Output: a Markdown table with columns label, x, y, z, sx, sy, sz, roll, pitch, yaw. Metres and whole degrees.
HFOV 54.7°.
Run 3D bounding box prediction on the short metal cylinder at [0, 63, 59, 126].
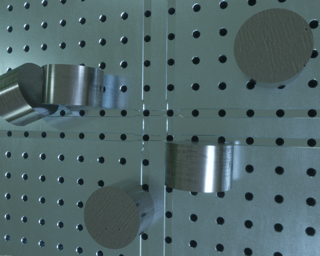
| label | x | y | z | sx | sy | sz | roll | pitch | yaw |
| --- | --- | --- | --- | --- | --- | --- | --- | --- | --- |
| short metal cylinder | -0.195 | -0.048 | 0.452 | 0.050 | 0.080 | 0.080 | -19 | 84 | 19 |

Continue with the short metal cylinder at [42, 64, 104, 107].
| label | x | y | z | sx | sy | sz | roll | pitch | yaw |
| --- | --- | --- | --- | --- | --- | --- | --- | --- | --- |
| short metal cylinder | -0.119 | -0.056 | 0.425 | 0.080 | 0.080 | 0.050 | 4 | 92 | 20 |

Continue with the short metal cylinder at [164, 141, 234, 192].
| label | x | y | z | sx | sy | sz | roll | pitch | yaw |
| --- | --- | --- | --- | --- | --- | --- | --- | --- | --- |
| short metal cylinder | 0.045 | 0.043 | 0.367 | 0.080 | 0.080 | 0.050 | 3 | 91 | 20 |

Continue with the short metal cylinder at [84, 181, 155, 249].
| label | x | y | z | sx | sy | sz | roll | pitch | yaw |
| --- | --- | --- | --- | --- | --- | --- | --- | --- | --- |
| short metal cylinder | -0.054 | 0.114 | 0.418 | 0.080 | 0.050 | 0.079 | 0 | 90 | 20 |

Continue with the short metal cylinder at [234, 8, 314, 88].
| label | x | y | z | sx | sy | sz | roll | pitch | yaw |
| --- | --- | --- | --- | --- | --- | --- | --- | --- | --- |
| short metal cylinder | 0.128 | -0.088 | 0.354 | 0.080 | 0.050 | 0.079 | 0 | 90 | 20 |
